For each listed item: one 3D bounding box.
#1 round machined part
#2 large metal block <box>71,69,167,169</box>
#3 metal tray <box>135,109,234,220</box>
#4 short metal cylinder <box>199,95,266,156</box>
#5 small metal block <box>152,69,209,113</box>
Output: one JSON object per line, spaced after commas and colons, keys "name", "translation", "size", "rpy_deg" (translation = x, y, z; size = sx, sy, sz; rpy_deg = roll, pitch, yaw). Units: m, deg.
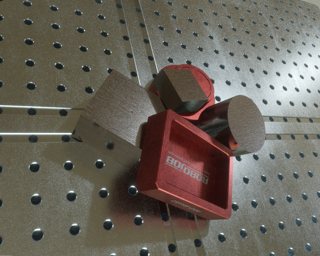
{"name": "round machined part", "translation": [0.039, -0.054, 0.451], "size": [0.099, 0.042, 0.098], "rpy_deg": [14, 56, -21]}
{"name": "large metal block", "translation": [-0.046, -0.011, 0.374], "size": [0.080, 0.050, 0.080], "rpy_deg": [31, 52, -8]}
{"name": "metal tray", "translation": [0.036, 0.047, 0.359], "size": [0.130, 0.030, 0.090], "rpy_deg": [31, 55, -37]}
{"name": "short metal cylinder", "translation": [0.102, -0.001, 0.433], "size": [0.081, 0.050, 0.080], "rpy_deg": [13, 68, -36]}
{"name": "small metal block", "translation": [0.026, -0.047, 0.391], "size": [0.050, 0.025, 0.050], "rpy_deg": [-9, 63, -44]}
